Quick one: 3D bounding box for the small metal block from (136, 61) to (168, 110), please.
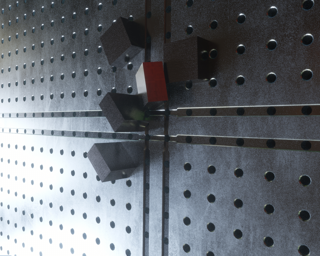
[{"bbox_3d":[-0.012,-0.053,0.401,0.050,0.025,0.050,149,114,-73],"label":"small metal block"}]

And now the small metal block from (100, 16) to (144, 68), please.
[{"bbox_3d":[-0.057,-0.124,0.454,0.050,0.025,0.050,-33,70,34],"label":"small metal block"}]

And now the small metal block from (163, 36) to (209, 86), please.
[{"bbox_3d":[0.032,-0.081,0.382,0.050,0.025,0.050,-2,89,39],"label":"small metal block"}]

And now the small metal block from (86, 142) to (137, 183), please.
[{"bbox_3d":[-0.070,0.048,0.448,0.025,0.050,0.050,-51,60,28],"label":"small metal block"}]

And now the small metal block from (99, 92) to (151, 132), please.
[{"bbox_3d":[-0.049,-0.021,0.431,0.025,0.050,0.050,-48,62,29],"label":"small metal block"}]
